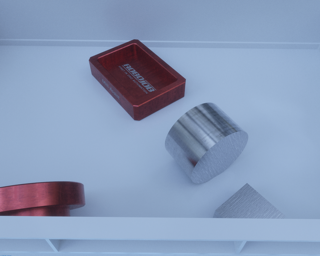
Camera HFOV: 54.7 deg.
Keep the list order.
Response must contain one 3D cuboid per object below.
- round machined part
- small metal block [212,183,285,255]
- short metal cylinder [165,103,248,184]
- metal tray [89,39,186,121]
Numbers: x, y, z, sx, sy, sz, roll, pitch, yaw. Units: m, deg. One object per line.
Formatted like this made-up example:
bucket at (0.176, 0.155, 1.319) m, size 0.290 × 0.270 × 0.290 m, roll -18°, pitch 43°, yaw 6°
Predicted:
round machined part at (-0.121, 0.081, 0.294) m, size 0.099 × 0.098 × 0.042 m, roll -7°, pitch 74°, yaw -7°
small metal block at (0.092, 0.095, 0.326) m, size 0.050 × 0.025 × 0.050 m, roll -33°, pitch 58°, yaw -25°
short metal cylinder at (0.053, 0.018, 0.355) m, size 0.081 × 0.080 × 0.050 m, roll -27°, pitch 55°, yaw -21°
metal tray at (-0.035, -0.077, 0.466) m, size 0.091 × 0.030 × 0.130 m, roll -30°, pitch 56°, yaw -23°
